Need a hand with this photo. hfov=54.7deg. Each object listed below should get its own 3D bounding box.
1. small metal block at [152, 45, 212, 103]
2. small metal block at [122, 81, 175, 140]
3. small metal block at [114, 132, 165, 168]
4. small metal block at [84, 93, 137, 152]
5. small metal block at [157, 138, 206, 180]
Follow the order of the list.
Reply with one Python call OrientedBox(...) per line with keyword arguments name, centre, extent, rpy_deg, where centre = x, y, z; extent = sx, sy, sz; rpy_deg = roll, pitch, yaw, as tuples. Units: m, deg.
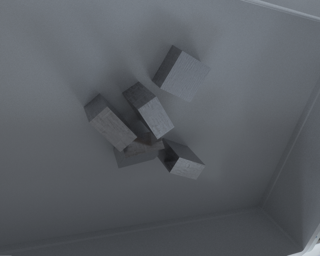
OrientedBox(name="small metal block", centre=(0.027, -0.066, 0.382), extent=(0.050, 0.025, 0.050), rpy_deg=(21, 107, -36))
OrientedBox(name="small metal block", centre=(-0.014, -0.022, 0.370), extent=(0.025, 0.050, 0.050), rpy_deg=(-37, 128, -6))
OrientedBox(name="small metal block", centre=(-0.028, 0.027, 0.394), extent=(0.050, 0.025, 0.050), rpy_deg=(-12, 163, -22))
OrientedBox(name="small metal block", centre=(-0.057, -0.007, 0.352), extent=(0.025, 0.050, 0.050), rpy_deg=(-42, 120, 0))
OrientedBox(name="small metal block", centre=(0.027, 0.043, 0.434), extent=(0.050, 0.050, 0.025), rpy_deg=(21, 107, -36))
